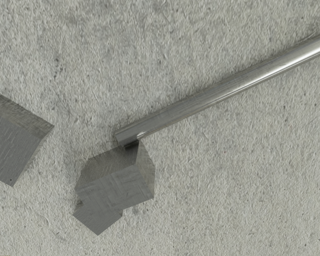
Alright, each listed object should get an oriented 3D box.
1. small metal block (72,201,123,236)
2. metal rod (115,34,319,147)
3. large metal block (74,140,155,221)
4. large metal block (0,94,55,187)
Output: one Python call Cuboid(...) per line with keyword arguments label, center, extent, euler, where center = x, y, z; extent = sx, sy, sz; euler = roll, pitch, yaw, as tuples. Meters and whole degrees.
Cuboid(label="small metal block", center=(-0.090, 0.121, 0.454), extent=(0.050, 0.025, 0.050), euler=(-41, 106, 13))
Cuboid(label="metal rod", center=(0.081, -0.048, 0.392), extent=(0.301, 0.025, 0.025), euler=(-25, 108, 8))
Cuboid(label="large metal block", center=(-0.054, 0.063, 0.403), extent=(0.080, 0.080, 0.050), euler=(-23, 109, 8))
Cuboid(label="large metal block", center=(-0.199, 0.015, 0.400), extent=(0.080, 0.050, 0.080), euler=(33, 107, -12))
